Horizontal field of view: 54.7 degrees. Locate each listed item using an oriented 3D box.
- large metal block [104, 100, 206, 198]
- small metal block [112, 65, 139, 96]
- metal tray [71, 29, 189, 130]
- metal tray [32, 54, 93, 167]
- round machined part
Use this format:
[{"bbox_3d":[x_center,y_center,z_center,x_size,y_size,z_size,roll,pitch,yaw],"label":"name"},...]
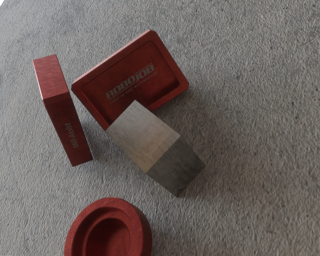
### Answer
[{"bbox_3d":[-0.004,0.024,0.356,0.050,0.080,0.080,-47,51,-5],"label":"large metal block"},{"bbox_3d":[-0.044,-0.071,0.455,0.050,0.050,0.025,-30,52,9],"label":"small metal block"},{"bbox_3d":[-0.039,-0.059,0.416,0.130,0.090,0.030,-33,21,6],"label":"metal tray"},{"bbox_3d":[-0.128,-0.020,0.415,0.030,0.129,0.090,-19,50,-13],"label":"metal tray"},{"bbox_3d":[-0.052,0.130,0.341,0.098,0.042,0.098,-13,56,21],"label":"round machined part"}]
